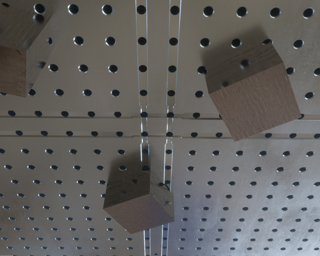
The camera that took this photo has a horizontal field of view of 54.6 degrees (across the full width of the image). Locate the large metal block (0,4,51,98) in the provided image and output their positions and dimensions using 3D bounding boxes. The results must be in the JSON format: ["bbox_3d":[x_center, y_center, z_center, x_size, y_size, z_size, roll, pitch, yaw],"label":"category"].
[{"bbox_3d":[-0.160,-0.081,0.305,0.080,0.080,0.050,12,129,-10],"label":"large metal block"}]

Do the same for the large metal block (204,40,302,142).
[{"bbox_3d":[0.107,-0.040,0.362,0.080,0.050,0.080,-23,127,18],"label":"large metal block"}]

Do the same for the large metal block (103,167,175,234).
[{"bbox_3d":[-0.031,0.118,0.495,0.080,0.050,0.080,-22,127,17],"label":"large metal block"}]
